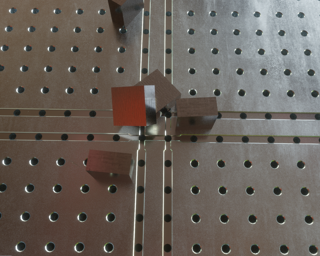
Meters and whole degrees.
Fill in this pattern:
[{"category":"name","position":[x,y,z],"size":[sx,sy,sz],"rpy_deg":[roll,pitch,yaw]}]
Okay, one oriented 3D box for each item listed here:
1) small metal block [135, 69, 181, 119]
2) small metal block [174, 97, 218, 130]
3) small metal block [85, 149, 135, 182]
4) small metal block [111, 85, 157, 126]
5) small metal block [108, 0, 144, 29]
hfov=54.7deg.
[{"category":"small metal block","position":[-0.007,-0.045,0.428],"size":[0.050,0.025,0.050],"rpy_deg":[-38,75,-13]},{"category":"small metal block","position":[0.045,-0.018,0.406],"size":[0.050,0.050,0.025],"rpy_deg":[-3,70,-1]},{"category":"small metal block","position":[-0.059,0.048,0.380],"size":[0.050,0.050,0.025],"rpy_deg":[6,70,2]},{"category":"small metal block","position":[-0.034,-0.029,0.401],"size":[0.050,0.025,0.050],"rpy_deg":[1,98,29]},{"category":"small metal block","position":[-0.050,-0.189,0.467],"size":[0.025,0.050,0.050],"rpy_deg":[34,73,11]}]
